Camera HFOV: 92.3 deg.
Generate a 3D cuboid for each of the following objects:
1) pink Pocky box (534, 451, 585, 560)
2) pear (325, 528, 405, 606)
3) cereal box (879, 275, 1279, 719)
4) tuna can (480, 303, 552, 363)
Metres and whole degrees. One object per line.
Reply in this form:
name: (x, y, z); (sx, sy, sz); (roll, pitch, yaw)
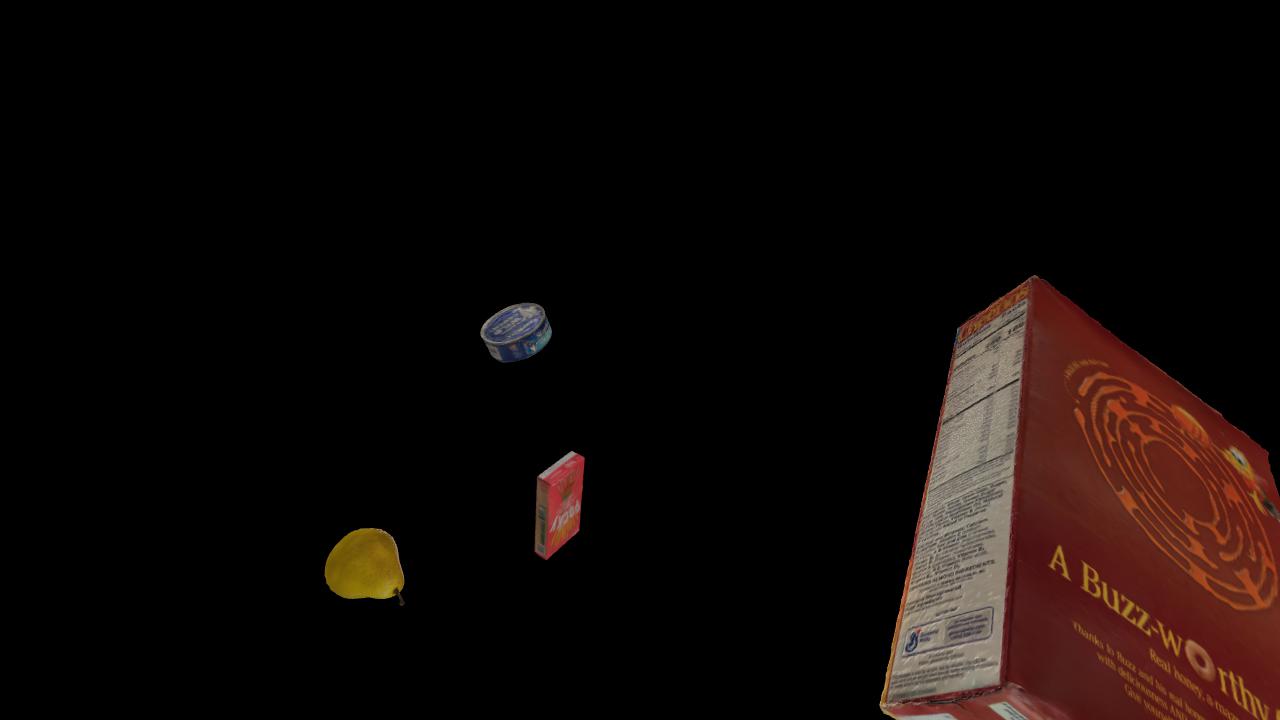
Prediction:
pink Pocky box: (-0.124, 0.224, 0.947); (0.029, 0.155, 0.084); (22, 31, 26)
pear: (-0.294, 0.235, 0.689); (0.111, 0.080, 0.080); (11, 5, 25)
cereal box: (0.265, 0.107, 0.345); (0.306, 0.203, 0.081); (-53, 1, -42)
tuna can: (-0.154, -0.034, 0.771); (0.084, 0.034, 0.084); (-11, 36, 8)
